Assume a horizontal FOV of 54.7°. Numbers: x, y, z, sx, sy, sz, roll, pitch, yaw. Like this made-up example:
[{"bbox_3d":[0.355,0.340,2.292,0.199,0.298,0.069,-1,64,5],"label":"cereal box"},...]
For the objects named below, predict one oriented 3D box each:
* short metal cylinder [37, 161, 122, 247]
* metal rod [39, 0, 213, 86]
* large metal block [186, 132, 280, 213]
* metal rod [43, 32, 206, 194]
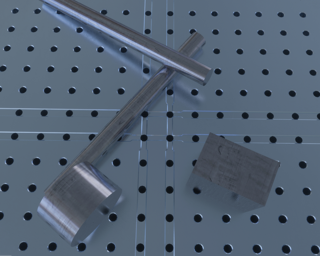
[{"bbox_3d":[-0.089,0.085,0.351,0.050,0.080,0.080,37,74,12],"label":"short metal cylinder"},{"bbox_3d":[-0.061,-0.139,0.445,0.300,0.025,0.025,31,73,17],"label":"metal rod"},{"bbox_3d":[0.080,0.055,0.363,0.080,0.080,0.050,24,72,8],"label":"large metal block"},{"bbox_3d":[-0.038,-0.023,0.419,0.025,0.025,0.301,38,74,12],"label":"metal rod"}]
